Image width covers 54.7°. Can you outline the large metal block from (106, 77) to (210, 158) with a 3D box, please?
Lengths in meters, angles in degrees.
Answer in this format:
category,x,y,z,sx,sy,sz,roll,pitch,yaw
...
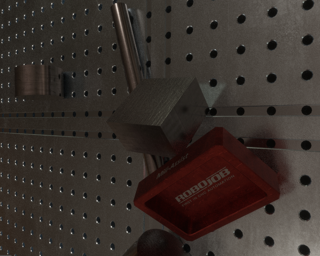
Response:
category,x,y,z,sx,sy,sz,roll,pitch,yaw
large metal block,-0.001,-0.015,0.364,0.080,0.080,0.050,5,137,39

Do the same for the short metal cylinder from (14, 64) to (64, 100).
category,x,y,z,sx,sy,sz,roll,pitch,yaw
short metal cylinder,-0.211,-0.078,0.544,0.080,0.081,0.050,-3,88,39

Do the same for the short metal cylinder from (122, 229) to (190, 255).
category,x,y,z,sx,sy,sz,roll,pitch,yaw
short metal cylinder,-0.006,0.172,0.377,0.080,0.081,0.050,52,120,27

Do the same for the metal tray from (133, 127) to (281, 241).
category,x,y,z,sx,sy,sz,roll,pitch,yaw
metal tray,0.046,0.066,0.331,0.090,0.030,0.129,39,124,-17

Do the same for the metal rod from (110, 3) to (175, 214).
category,x,y,z,sx,sy,sz,roll,pitch,yaw
metal rod,-0.027,-0.035,0.429,0.025,0.025,0.299,-22,76,37
